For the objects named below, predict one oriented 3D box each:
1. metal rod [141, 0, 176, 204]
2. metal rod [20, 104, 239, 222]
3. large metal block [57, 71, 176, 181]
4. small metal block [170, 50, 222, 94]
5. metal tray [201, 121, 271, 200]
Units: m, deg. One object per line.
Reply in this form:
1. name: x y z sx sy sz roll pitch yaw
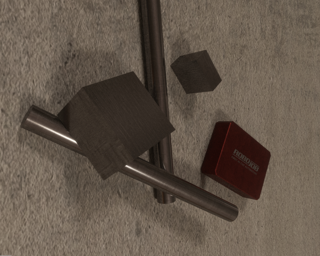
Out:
1. metal rod: -0.003 -0.051 0.403 0.025 0.025 0.298 -8 95 -40
2. metal rod: -0.013 0.055 0.369 0.301 0.025 0.025 30 71 -28
3. large metal block: -0.042 -0.005 0.323 0.080 0.050 0.080 54 36 1
4. small metal block: 0.050 -0.077 0.433 0.025 0.050 0.050 -49 119 -29
5. metal tray: 0.130 0.056 0.514 0.130 0.030 0.090 33 69 -35
